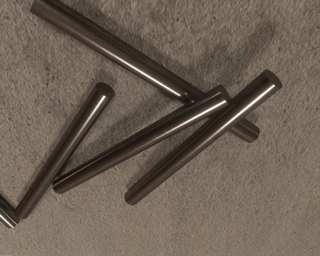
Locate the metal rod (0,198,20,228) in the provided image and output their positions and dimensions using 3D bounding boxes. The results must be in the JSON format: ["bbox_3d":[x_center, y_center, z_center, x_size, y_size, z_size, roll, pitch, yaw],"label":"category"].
[{"bbox_3d":[-0.298,0.056,0.449,0.025,0.025,0.299,-12,129,10],"label":"metal rod"}]

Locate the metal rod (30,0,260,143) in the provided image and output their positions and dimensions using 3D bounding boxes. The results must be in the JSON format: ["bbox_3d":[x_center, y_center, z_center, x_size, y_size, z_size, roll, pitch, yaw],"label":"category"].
[{"bbox_3d":[0.002,-0.057,0.358,0.301,0.025,0.025,28,124,-23],"label":"metal rod"}]

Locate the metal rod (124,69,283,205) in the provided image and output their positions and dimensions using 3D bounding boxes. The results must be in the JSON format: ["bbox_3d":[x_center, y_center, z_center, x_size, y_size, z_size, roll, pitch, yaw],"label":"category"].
[{"bbox_3d":[0.035,0.032,0.411,0.025,0.025,0.298,26,132,-21],"label":"metal rod"}]

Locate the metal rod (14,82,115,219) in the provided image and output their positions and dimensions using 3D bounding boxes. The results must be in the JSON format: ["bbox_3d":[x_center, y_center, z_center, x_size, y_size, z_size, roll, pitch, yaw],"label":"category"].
[{"bbox_3d":[-0.149,0.049,0.446,0.025,0.025,0.298,27,125,-22],"label":"metal rod"}]

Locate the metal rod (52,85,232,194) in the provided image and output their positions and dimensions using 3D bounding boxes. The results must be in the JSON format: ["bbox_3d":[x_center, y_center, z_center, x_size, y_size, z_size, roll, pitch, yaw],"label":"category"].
[{"bbox_3d":[-0.043,0.027,0.410,0.299,0.025,0.025,-29,125,29],"label":"metal rod"}]
